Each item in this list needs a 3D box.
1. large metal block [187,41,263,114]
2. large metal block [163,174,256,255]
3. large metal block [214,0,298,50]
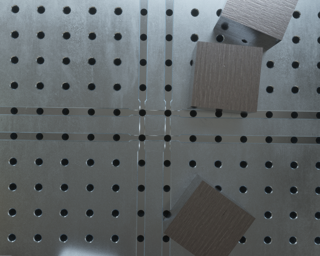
[{"bbox_3d":[0.082,-0.063,0.402,0.081,0.050,0.079,6,90,-1],"label":"large metal block"},{"bbox_3d":[0.060,0.119,0.402,0.080,0.050,0.080,36,90,-1],"label":"large metal block"},{"bbox_3d":[0.127,-0.159,0.402,0.080,0.050,0.080,22,90,-1],"label":"large metal block"}]
